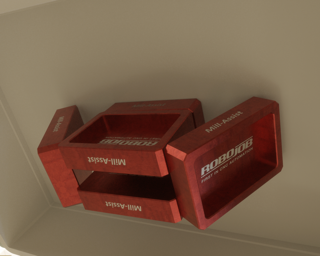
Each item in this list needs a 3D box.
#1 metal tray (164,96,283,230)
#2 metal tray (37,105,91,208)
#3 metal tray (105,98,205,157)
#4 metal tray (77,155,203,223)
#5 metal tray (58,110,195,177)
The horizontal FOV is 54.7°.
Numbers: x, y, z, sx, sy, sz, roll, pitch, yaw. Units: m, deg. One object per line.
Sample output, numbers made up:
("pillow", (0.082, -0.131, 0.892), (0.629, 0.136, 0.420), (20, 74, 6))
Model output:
("metal tray", (0.073, 0.033, 0.322), (0.030, 0.131, 0.089), (23, 134, 52))
("metal tray", (-0.123, 0.033, 0.426), (0.030, 0.130, 0.089), (-15, 116, 0))
("metal tray", (-0.004, 0.010, 0.412), (0.130, 0.030, 0.089), (-1, 118, 28))
("metal tray", (-0.022, 0.066, 0.378), (0.130, 0.090, 0.030), (0, 118, 28))
("metal tray", (-0.036, 0.013, 0.352), (0.130, 0.090, 0.030), (0, 118, 28))
